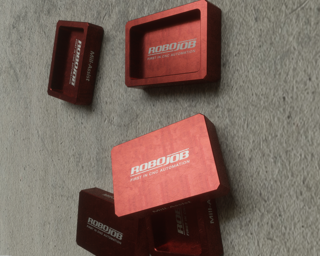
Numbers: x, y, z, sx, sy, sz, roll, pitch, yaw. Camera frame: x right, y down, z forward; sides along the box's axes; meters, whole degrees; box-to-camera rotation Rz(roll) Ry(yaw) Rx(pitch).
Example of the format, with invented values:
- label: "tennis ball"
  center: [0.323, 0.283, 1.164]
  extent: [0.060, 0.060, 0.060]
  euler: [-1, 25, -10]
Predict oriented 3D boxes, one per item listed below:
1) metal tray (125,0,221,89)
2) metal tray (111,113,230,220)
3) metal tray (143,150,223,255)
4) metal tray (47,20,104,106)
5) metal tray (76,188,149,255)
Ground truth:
- label: "metal tray"
  center: [0.012, -0.099, 0.391]
  extent: [0.130, 0.030, 0.089]
  euler: [1, 91, 40]
- label: "metal tray"
  center: [0.006, 0.047, 0.360]
  extent: [0.130, 0.030, 0.090]
  euler: [-21, 60, 22]
- label: "metal tray"
  center: [0.022, 0.093, 0.383]
  extent: [0.090, 0.030, 0.129]
  euler: [-13, 82, 39]
- label: "metal tray"
  center: [-0.145, -0.110, 0.520]
  extent: [0.090, 0.030, 0.129]
  euler: [19, 102, 38]
- label: "metal tray"
  center: [-0.072, 0.148, 0.461]
  extent: [0.130, 0.030, 0.089]
  euler: [8, 95, 39]
